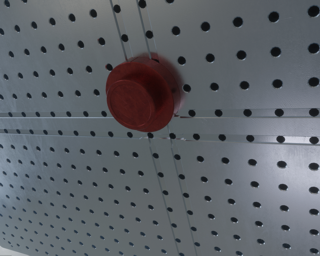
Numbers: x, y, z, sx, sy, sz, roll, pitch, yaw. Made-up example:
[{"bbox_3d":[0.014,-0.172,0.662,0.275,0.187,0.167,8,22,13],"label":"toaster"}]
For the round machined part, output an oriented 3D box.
[{"bbox_3d":[-0.028,-0.036,0.393,0.098,0.042,0.097,13,124,21],"label":"round machined part"}]
